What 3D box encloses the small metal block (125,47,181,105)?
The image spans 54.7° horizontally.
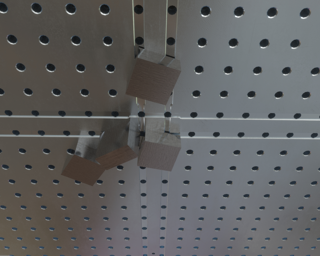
[{"bbox_3d":[-0.008,-0.059,0.361,0.050,0.025,0.050,15,129,-13],"label":"small metal block"}]

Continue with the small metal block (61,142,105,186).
[{"bbox_3d":[-0.110,0.054,0.456,0.050,0.025,0.050,26,125,-21],"label":"small metal block"}]

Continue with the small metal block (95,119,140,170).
[{"bbox_3d":[-0.055,0.022,0.413,0.050,0.050,0.025,-24,126,19],"label":"small metal block"}]

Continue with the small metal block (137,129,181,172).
[{"bbox_3d":[-0.002,0.032,0.439,0.050,0.025,0.050,11,129,-10],"label":"small metal block"}]
